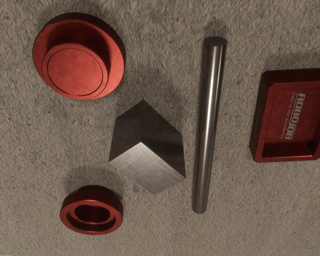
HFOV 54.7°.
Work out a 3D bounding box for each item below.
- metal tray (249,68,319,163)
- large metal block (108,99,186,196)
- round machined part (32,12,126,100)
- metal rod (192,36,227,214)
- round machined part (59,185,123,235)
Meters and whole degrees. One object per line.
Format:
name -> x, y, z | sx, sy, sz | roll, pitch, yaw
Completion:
metal tray -> 0.170, -0.012, 0.396 | 0.091, 0.030, 0.129 | -3, 130, 2
large metal block -> -0.014, 0.024, 0.392 | 0.050, 0.080, 0.080 | -33, 123, 24
round machined part -> -0.088, -0.070, 0.336 | 0.099, 0.042, 0.097 | -1, 130, 0
metal rod -> 0.063, 0.021, 0.426 | 0.025, 0.025, 0.298 | -1, 130, 1
round machined part -> -0.109, 0.130, 0.506 | 0.099, 0.042, 0.097 | -1, 130, 0
